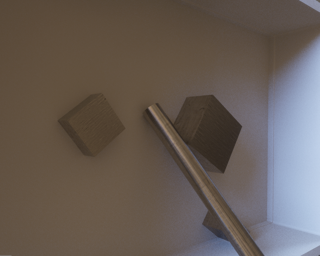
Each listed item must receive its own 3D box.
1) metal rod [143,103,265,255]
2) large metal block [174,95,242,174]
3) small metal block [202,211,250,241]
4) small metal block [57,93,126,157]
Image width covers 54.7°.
[{"bbox_3d":[0.071,0.097,0.377,0.025,0.025,0.299,-27,78,-37],"label":"metal rod"},{"bbox_3d":[0.065,0.009,0.447,0.080,0.050,0.080,40,65,-33],"label":"large metal block"},{"bbox_3d":[0.103,0.155,0.480,0.050,0.050,0.025,45,63,-31],"label":"small metal block"},{"bbox_3d":[-0.075,-0.004,0.345,0.050,0.025,0.050,-46,118,-31],"label":"small metal block"}]
